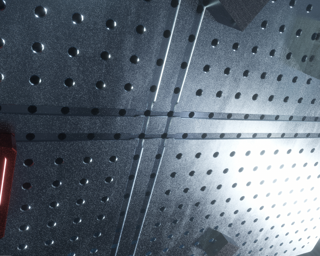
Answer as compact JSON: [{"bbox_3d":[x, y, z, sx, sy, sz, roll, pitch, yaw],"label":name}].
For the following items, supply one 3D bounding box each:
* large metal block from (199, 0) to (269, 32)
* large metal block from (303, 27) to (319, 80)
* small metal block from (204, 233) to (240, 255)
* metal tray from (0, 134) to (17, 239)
[{"bbox_3d":[0.082,-0.167,0.336,0.080,0.050,0.080,-50,129,7],"label":"large metal block"},{"bbox_3d":[0.282,-0.116,0.477,0.081,0.050,0.079,-7,122,-25],"label":"large metal block"},{"bbox_3d":[0.127,0.248,0.634,0.050,0.025,0.050,-48,129,5],"label":"small metal block"},{"bbox_3d":[-0.212,0.067,0.333,0.091,0.030,0.129,5,116,-31],"label":"metal tray"}]
